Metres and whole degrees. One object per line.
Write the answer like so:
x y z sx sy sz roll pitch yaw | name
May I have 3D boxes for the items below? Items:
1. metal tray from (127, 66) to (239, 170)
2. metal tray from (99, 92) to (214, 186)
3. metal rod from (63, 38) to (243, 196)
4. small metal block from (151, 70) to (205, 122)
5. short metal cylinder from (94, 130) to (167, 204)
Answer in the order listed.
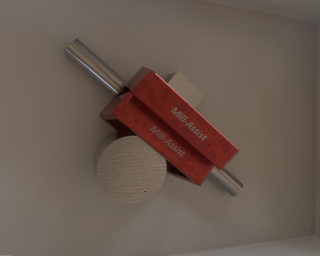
0.023 -0.014 0.357 0.130 0.090 0.030 41 94 -16 | metal tray
-0.007 0.014 0.373 0.130 0.090 0.030 41 77 -16 | metal tray
0.002 -0.005 0.412 0.300 0.025 0.025 41 77 -16 | metal rod
0.023 -0.041 0.418 0.050 0.025 0.050 42 76 -16 | small metal block
-0.037 0.045 0.377 0.081 0.050 0.079 -2 98 -15 | short metal cylinder
